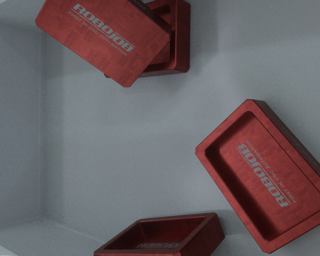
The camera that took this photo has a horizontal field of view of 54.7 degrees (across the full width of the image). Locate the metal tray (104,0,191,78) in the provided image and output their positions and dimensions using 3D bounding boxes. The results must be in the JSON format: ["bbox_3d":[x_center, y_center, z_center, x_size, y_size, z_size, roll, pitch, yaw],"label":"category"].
[{"bbox_3d":[-0.022,-0.116,0.419,0.130,0.030,0.089,2,91,39],"label":"metal tray"}]

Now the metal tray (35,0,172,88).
[{"bbox_3d":[-0.063,-0.118,0.358,0.090,0.130,0.030,-44,22,31],"label":"metal tray"}]

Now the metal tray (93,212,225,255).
[{"bbox_3d":[-0.002,0.136,0.361,0.130,0.091,0.030,-18,92,38],"label":"metal tray"}]

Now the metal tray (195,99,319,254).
[{"bbox_3d":[0.105,0.046,0.315,0.090,0.030,0.130,-48,62,29],"label":"metal tray"}]
